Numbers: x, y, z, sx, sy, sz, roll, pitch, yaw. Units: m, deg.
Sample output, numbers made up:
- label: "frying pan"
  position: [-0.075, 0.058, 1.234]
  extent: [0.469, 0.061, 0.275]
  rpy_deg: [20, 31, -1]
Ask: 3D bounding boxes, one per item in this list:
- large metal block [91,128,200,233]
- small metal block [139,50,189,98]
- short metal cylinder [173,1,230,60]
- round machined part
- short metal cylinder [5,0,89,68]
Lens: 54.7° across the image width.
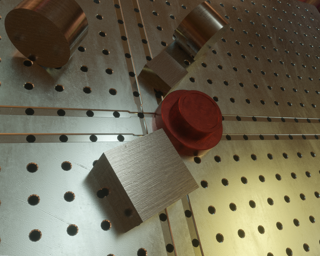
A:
- label: "large metal block"
  position: [-0.017, 0.057, 0.349]
  extent: [0.081, 0.050, 0.080]
  rpy_deg: [-22, 74, -36]
- label: "small metal block"
  position: [0.006, -0.082, 0.463]
  extent: [0.050, 0.025, 0.050]
  rpy_deg: [43, 51, 1]
- label: "short metal cylinder"
  position: [0.067, -0.158, 0.508]
  extent: [0.050, 0.080, 0.080]
  rpy_deg: [47, 51, 4]
- label: "round machined part"
  position: [0.047, -0.014, 0.433]
  extent: [0.099, 0.042, 0.098]
  rpy_deg: [14, 56, -21]
- label: "short metal cylinder"
  position: [-0.135, -0.120, 0.374]
  extent: [0.080, 0.080, 0.050]
  rpy_deg: [29, 52, -11]
